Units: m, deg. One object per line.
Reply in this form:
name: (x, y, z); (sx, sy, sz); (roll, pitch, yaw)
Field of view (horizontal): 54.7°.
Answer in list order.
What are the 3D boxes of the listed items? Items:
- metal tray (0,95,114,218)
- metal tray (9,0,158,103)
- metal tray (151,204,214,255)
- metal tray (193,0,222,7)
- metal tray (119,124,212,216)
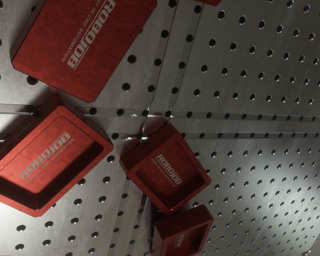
metal tray: (-0.131, 0.036, 0.359); (0.130, 0.030, 0.090); (-43, 130, 1)
metal tray: (-0.075, -0.099, 0.307); (0.090, 0.030, 0.129); (27, 104, -38)
metal tray: (0.035, 0.189, 0.526); (0.091, 0.030, 0.129); (-16, 139, -20)
metal tray: (0.037, -0.198, 0.306); (0.091, 0.030, 0.129); (2, 118, -30)
metal tray: (0.013, 0.065, 0.457); (0.090, 0.030, 0.130); (-38, 130, -3)
